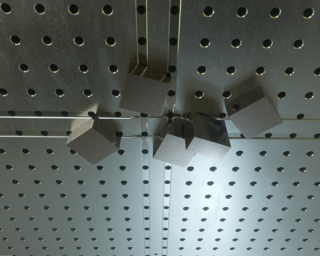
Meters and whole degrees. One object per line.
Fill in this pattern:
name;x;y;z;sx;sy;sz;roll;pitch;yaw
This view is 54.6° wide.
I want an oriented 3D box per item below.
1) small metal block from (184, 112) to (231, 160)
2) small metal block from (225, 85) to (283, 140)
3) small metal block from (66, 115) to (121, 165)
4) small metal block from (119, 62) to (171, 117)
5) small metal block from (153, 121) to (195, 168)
small metal block;0.060;0.010;0.404;0.050;0.050;0.025;16;128;-14
small metal block;0.120;-0.018;0.397;0.050;0.025;0.050;-31;124;23
small metal block;-0.090;0.018;0.426;0.050;0.025;0.050;-31;124;23
small metal block;-0.018;-0.045;0.373;0.050;0.025;0.050;13;129;-11
small metal block;0.023;0.024;0.432;0.050;0.025;0.050;18;128;-15
